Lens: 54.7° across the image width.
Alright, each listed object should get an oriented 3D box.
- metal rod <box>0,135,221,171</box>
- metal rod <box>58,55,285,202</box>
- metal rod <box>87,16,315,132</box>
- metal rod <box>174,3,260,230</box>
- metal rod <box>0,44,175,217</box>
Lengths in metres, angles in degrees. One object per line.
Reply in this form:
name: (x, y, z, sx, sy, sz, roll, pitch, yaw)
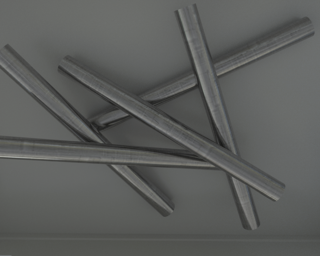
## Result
metal rod: (-0.040, 0.034, 0.381, 0.302, 0.025, 0.025, 6, 111, -19)
metal rod: (0.013, 0.000, 0.373, 0.301, 0.025, 0.025, 31, 107, 1)
metal rod: (0.041, -0.060, 0.389, 0.301, 0.025, 0.025, -24, 109, 8)
metal rod: (0.077, 0.001, 0.384, 0.025, 0.025, 0.299, -19, 109, 6)
metal rod: (-0.080, 0.019, 0.392, 0.025, 0.025, 0.300, -36, 116, 12)
